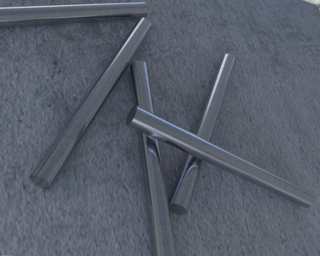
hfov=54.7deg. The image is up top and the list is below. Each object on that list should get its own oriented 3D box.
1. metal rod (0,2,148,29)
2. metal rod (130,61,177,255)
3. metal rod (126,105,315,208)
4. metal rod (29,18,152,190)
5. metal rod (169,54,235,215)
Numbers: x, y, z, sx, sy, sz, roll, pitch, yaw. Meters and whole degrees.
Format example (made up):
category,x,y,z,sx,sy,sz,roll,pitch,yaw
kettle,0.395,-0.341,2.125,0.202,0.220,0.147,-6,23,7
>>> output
category,x,y,z,sx,sy,sz,roll,pitch,yaw
metal rod,-0.144,-0.154,0.420,0.302,0.025,0.025,-19,72,-36
metal rod,-0.010,0.043,0.373,0.025,0.025,0.299,5,59,-26
metal rod,0.094,0.046,0.402,0.302,0.025,0.025,26,52,-23
metal rod,-0.071,-0.055,0.399,0.025,0.025,0.300,31,52,-9
metal rod,0.070,-0.013,0.451,0.025,0.025,0.301,32,51,-8
